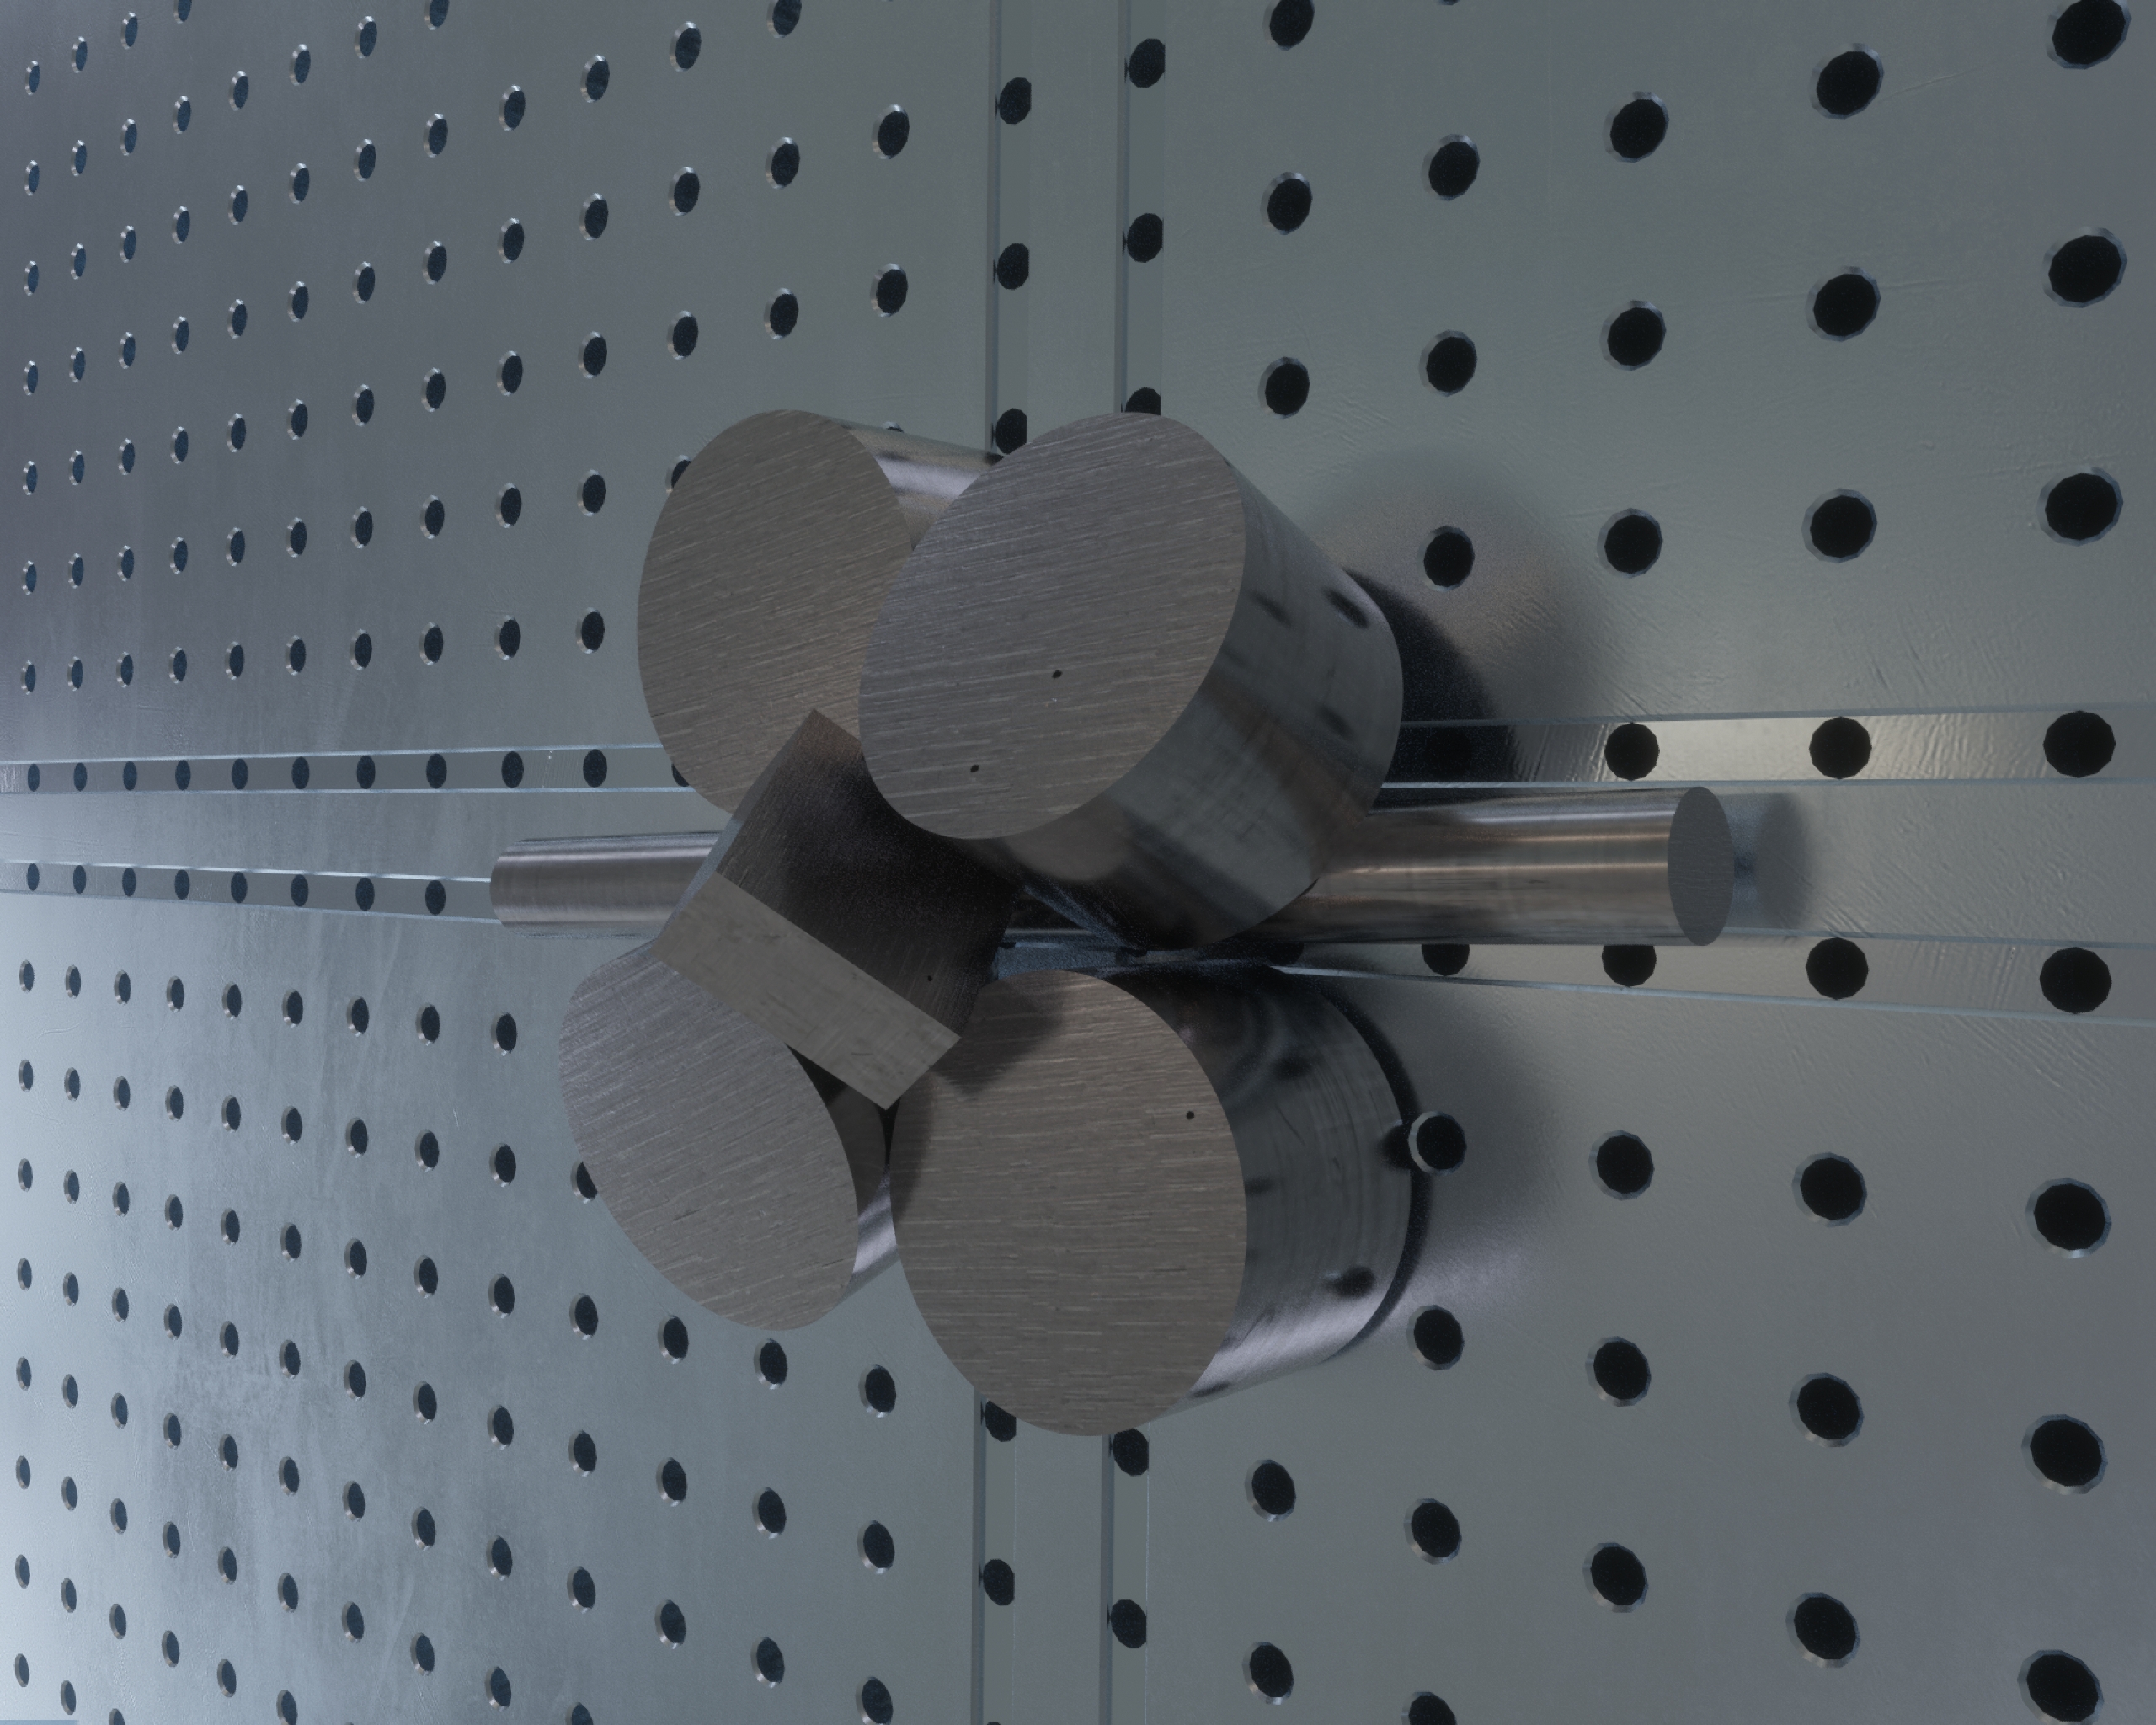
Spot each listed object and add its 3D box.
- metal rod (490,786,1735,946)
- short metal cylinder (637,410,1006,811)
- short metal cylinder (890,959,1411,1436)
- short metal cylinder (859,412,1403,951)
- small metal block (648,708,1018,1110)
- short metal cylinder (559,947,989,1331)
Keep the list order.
[{"bbox_3d":[-0.019,0.004,0.419,0.300,0.025,0.025,-1,89,40],"label":"metal rod"},{"bbox_3d":[-0.044,-0.048,0.424,0.080,0.050,0.079,0,90,40],"label":"short metal cylinder"},{"bbox_3d":[0.012,0.058,0.378,0.080,0.050,0.079,0,90,40],"label":"short metal cylinder"},{"bbox_3d":[0.009,-0.031,0.364,0.080,0.050,0.080,-20,55,31],"label":"short metal cylinder"},{"bbox_3d":[-0.041,0.008,0.376,0.050,0.050,0.025,36,128,-12],"label":"small metal block"},{"bbox_3d":[-0.058,0.046,0.420,0.080,0.050,0.079,17,120,32],"label":"short metal cylinder"}]
